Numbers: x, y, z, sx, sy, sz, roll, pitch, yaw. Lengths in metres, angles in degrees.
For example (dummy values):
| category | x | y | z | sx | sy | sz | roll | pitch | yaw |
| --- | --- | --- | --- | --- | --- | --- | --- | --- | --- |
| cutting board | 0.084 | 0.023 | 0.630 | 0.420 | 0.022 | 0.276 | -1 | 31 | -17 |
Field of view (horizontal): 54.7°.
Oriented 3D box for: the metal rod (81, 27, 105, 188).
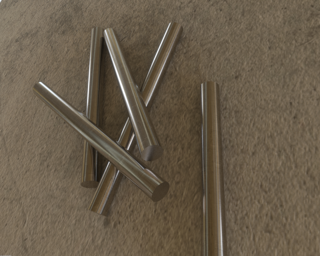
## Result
| category | x | y | z | sx | sy | sz | roll | pitch | yaw |
| --- | --- | --- | --- | --- | --- | --- | --- | --- | --- |
| metal rod | -0.102 | -0.051 | 0.486 | 0.025 | 0.025 | 0.299 | -17 | 55 | 18 |

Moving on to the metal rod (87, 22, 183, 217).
| category | x | y | z | sx | sy | sz | roll | pitch | yaw |
| --- | --- | --- | --- | --- | --- | --- | --- | --- | --- |
| metal rod | -0.026 | -0.026 | 0.432 | 0.025 | 0.025 | 0.300 | 8 | 65 | 31 |

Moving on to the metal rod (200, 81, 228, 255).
| category | x | y | z | sx | sy | sz | roll | pitch | yaw |
| --- | --- | --- | --- | --- | --- | --- | --- | --- | --- |
| metal rod | 0.056 | 0.077 | 0.326 | 0.025 | 0.025 | 0.299 | -10 | 57 | 22 |

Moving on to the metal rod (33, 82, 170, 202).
| category | x | y | z | sx | sy | sz | roll | pitch | yaw |
| --- | --- | --- | --- | --- | --- | --- | --- | --- | --- |
| metal rod | -0.098 | 0.002 | 0.418 | 0.300 | 0.025 | 0.025 | 34 | 80 | 38 |

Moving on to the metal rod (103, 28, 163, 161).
| category | x | y | z | sx | sy | sz | roll | pitch | yaw |
| --- | --- | --- | --- | --- | --- | --- | --- | --- | --- |
| metal rod | -0.049 | -0.069 | 0.443 | 0.025 | 0.025 | 0.300 | -31 | 44 | 8 |
